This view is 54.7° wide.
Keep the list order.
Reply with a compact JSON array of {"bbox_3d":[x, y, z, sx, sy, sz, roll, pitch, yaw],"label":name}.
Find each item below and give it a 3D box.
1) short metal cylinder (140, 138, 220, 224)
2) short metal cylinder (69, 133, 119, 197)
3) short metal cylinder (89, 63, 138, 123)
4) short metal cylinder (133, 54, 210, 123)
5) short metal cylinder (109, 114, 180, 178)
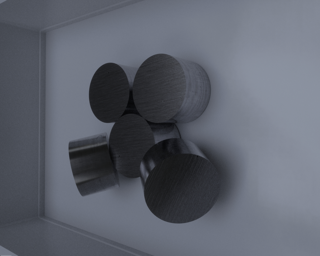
[{"bbox_3d":[0.020,0.057,0.343,0.050,0.081,0.079,-120,44,-72],"label":"short metal cylinder"},{"bbox_3d":[-0.091,0.050,0.434,0.050,0.080,0.080,-14,78,-6],"label":"short metal cylinder"},{"bbox_3d":[-0.053,-0.046,0.428,0.080,0.050,0.079,0,90,39],"label":"short metal cylinder"},{"bbox_3d":[0.013,-0.046,0.376,0.080,0.050,0.079,0,90,39],"label":"short metal cylinder"},{"bbox_3d":[-0.020,0.022,0.401,0.080,0.050,0.079,0,90,39],"label":"short metal cylinder"}]
